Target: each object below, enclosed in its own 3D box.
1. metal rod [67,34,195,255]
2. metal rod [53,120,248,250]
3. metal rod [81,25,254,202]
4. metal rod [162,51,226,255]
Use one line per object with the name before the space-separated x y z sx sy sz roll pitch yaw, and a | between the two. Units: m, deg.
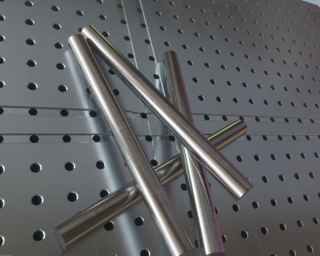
metal rod | -0.045 0.002 0.359 0.025 0.025 0.299 -13 61 -33
metal rod | 0.014 0.051 0.383 0.302 0.025 0.025 -26 76 -37
metal rod | -0.006 -0.033 0.380 0.025 0.025 0.300 -26 62 -37
metal rod | 0.033 0.007 0.393 0.025 0.025 0.300 10 49 -23
